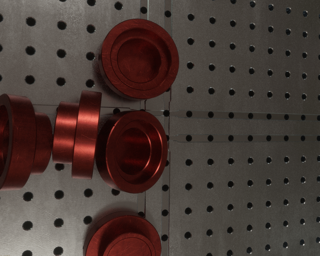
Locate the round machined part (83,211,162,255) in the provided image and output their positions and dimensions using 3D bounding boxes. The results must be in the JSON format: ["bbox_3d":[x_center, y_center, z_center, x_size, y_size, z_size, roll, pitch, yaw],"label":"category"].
[{"bbox_3d":[-0.044,0.159,0.389,0.099,0.042,0.097,0,90,-21],"label":"round machined part"}]

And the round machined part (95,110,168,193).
[{"bbox_3d":[-0.039,0.028,0.377,0.099,0.042,0.097,-1,91,-47],"label":"round machined part"}]

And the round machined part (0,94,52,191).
[{"bbox_3d":[-0.146,0.015,0.324,0.042,0.098,0.097,6,88,-40],"label":"round machined part"}]

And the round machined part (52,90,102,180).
[{"bbox_3d":[-0.091,0.006,0.341,0.042,0.098,0.097,7,88,-12],"label":"round machined part"}]

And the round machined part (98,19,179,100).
[{"bbox_3d":[-0.029,-0.084,0.394,0.099,0.042,0.097,0,90,-21],"label":"round machined part"}]
